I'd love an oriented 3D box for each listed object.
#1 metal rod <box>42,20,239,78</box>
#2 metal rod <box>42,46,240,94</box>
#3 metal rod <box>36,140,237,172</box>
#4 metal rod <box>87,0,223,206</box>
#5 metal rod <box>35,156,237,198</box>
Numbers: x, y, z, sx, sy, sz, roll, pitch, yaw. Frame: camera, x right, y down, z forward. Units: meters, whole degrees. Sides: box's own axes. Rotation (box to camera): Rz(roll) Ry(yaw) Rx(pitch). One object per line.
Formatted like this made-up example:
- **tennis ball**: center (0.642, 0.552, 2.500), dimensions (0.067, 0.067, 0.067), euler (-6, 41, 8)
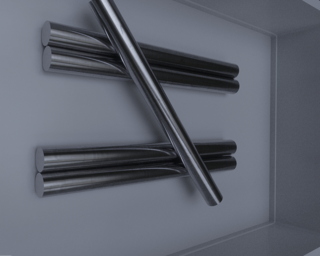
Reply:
- **metal rod**: center (0.002, -0.093, 0.406), dimensions (0.302, 0.025, 0.025), euler (1, 90, -40)
- **metal rod**: center (0.003, -0.068, 0.406), dimensions (0.302, 0.025, 0.025), euler (1, 90, -40)
- **metal rod**: center (-0.002, 0.031, 0.402), dimensions (0.302, 0.025, 0.025), euler (0, 90, -40)
- **metal rod**: center (0.006, -0.017, 0.378), dimensions (0.025, 0.025, 0.299), euler (-46, 117, -30)
- **metal rod**: center (-0.003, 0.056, 0.402), dimensions (0.302, 0.025, 0.025), euler (0, 90, -40)
